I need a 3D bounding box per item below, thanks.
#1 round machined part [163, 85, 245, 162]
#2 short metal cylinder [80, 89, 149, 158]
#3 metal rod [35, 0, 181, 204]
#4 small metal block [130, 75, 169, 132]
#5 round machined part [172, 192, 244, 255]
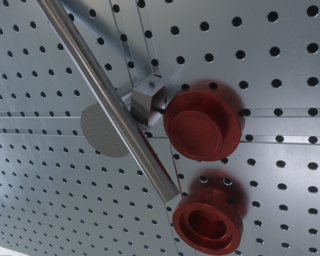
[{"bbox_3d":[0.048,0.001,0.375,0.098,0.042,0.097,13,124,20],"label":"round machined part"},{"bbox_3d":[-0.060,-0.007,0.423,0.080,0.050,0.079,13,124,20],"label":"short metal cylinder"},{"bbox_3d":[-0.067,-0.045,0.368,0.025,0.025,0.299,-38,82,38],"label":"metal rod"},{"bbox_3d":[-0.013,-0.031,0.383,0.025,0.050,0.050,21,126,15],"label":"small metal block"},{"bbox_3d":[0.071,0.132,0.445,0.098,0.042,0.097,13,124,21],"label":"round machined part"}]
